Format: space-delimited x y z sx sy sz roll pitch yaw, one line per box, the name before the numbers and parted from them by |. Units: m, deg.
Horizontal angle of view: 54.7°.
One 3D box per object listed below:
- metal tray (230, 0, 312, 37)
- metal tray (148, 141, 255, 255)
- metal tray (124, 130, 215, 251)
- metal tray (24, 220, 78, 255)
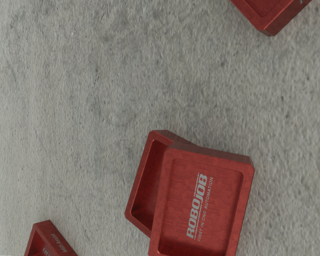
metal tray | 0.124 -0.167 0.297 0.129 0.030 0.090 -46 63 30
metal tray | 0.042 0.087 0.333 0.090 0.030 0.129 11 103 10
metal tray | 0.010 0.077 0.391 0.090 0.030 0.129 28 107 36
metal tray | -0.194 0.242 0.557 0.130 0.030 0.089 34 111 34
